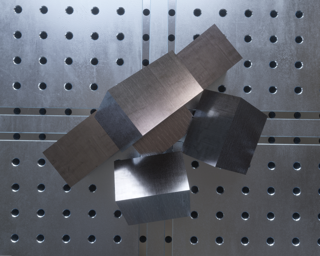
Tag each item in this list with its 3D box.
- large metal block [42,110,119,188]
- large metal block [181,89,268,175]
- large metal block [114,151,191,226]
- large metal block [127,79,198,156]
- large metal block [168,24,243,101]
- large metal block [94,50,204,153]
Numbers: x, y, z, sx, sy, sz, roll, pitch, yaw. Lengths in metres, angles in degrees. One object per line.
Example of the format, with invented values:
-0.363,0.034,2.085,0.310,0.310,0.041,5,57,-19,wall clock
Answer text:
-0.083,0.022,0.384,0.080,0.080,0.050,-38,90,0,large metal block
0.080,0.007,0.379,0.050,0.080,0.080,21,90,41,large metal block
-0.007,0.076,0.379,0.080,0.080,0.050,-9,54,0,large metal block
-0.008,-0.011,0.402,0.080,0.050,0.080,-39,90,0,large metal block
0.046,-0.073,0.386,0.080,0.080,0.050,-39,91,0,large metal block
-0.015,-0.025,0.323,0.080,0.080,0.050,-37,90,-25,large metal block
